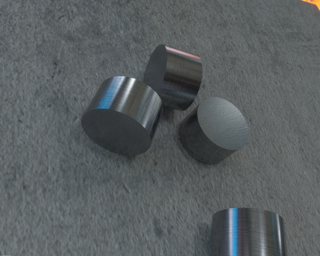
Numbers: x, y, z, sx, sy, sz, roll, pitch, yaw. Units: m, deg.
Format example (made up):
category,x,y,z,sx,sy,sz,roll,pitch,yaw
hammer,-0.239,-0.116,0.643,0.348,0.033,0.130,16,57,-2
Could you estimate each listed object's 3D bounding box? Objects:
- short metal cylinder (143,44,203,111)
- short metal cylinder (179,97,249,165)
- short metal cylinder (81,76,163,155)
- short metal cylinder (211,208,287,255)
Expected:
category,x,y,z,sx,sy,sz,roll,pitch,yaw
short metal cylinder,0.015,-0.067,0.419,0.050,0.080,0.080,12,57,-22
short metal cylinder,0.074,0.004,0.427,0.081,0.050,0.080,14,56,-21
short metal cylinder,-0.042,-0.012,0.355,0.080,0.080,0.050,28,52,-11
short metal cylinder,0.098,0.128,0.345,0.080,0.080,0.050,21,54,-17
